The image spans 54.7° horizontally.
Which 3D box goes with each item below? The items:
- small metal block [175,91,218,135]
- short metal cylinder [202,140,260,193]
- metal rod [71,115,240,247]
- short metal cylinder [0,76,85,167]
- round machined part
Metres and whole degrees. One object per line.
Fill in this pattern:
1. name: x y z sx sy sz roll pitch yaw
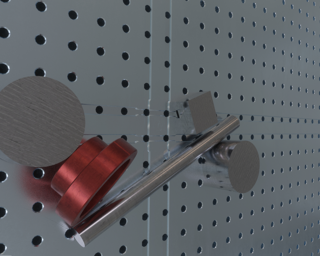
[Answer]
1. small metal block: 0.055 -0.023 0.456 0.050 0.025 0.050 -26 107 -37
2. short metal cylinder: 0.113 0.059 0.488 0.081 0.050 0.079 0 90 -40
3. metal rod: 0.016 0.054 0.423 0.302 0.025 0.025 -31 110 -36
4. short metal cylinder: -0.118 -0.005 0.290 0.081 0.050 0.080 3 85 -37
5. round machined part: -0.070 0.047 0.315 0.042 0.098 0.098 39 61 5
